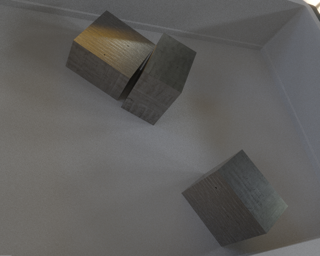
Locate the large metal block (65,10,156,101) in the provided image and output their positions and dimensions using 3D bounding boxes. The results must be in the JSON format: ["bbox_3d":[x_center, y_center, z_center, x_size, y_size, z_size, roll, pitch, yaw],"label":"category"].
[{"bbox_3d":[-0.065,-0.098,0.416,0.080,0.050,0.080,34,51,-6],"label":"large metal block"}]

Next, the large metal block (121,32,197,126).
[{"bbox_3d":[-0.002,-0.063,0.410,0.050,0.080,0.080,29,52,-10],"label":"large metal block"}]

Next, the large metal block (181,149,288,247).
[{"bbox_3d":[0.085,0.084,0.366,0.050,0.080,0.080,-30,79,-38],"label":"large metal block"}]
